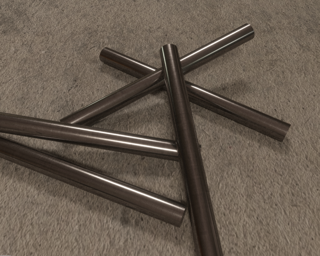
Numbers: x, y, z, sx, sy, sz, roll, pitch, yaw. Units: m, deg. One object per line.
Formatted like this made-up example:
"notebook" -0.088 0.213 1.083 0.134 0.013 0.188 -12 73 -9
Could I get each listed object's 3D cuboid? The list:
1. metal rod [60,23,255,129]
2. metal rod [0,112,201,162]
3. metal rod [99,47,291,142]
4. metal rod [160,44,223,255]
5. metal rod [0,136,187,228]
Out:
"metal rod" 0.005 -0.072 0.433 0.302 0.025 0.025 -29 56 -12
"metal rod" -0.101 0.008 0.378 0.302 0.025 0.025 9 51 1
"metal rod" 0.037 -0.056 0.450 0.301 0.025 0.025 26 55 20
"metal rod" 0.032 0.024 0.348 0.025 0.025 0.299 -6 61 -5
"metal rod" -0.115 0.049 0.360 0.301 0.025 0.025 18 52 14
